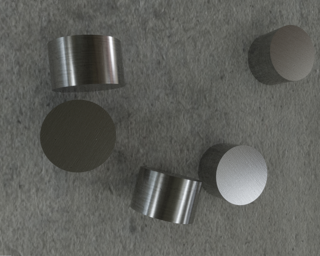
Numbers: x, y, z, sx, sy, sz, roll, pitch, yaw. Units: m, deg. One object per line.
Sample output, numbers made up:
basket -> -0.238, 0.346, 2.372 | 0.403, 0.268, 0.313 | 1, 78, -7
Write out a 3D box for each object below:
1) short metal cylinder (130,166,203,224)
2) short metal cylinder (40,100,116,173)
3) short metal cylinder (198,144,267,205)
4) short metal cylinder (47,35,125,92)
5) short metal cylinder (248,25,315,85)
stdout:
short metal cylinder -> 0.008, 0.081, 0.384 | 0.081, 0.080, 0.050 | 16, 85, -20
short metal cylinder -> -0.096, 0.009, 0.361 | 0.081, 0.050, 0.079 | 0, 90, -21
short metal cylinder -> 0.101, 0.062, 0.435 | 0.081, 0.050, 0.079 | 0, 90, -21
short metal cylinder -> -0.082, -0.070, 0.350 | 0.081, 0.080, 0.050 | -6, 92, -20
short metal cylinder -> 0.181, -0.107, 0.464 | 0.081, 0.050, 0.079 | 0, 90, -21
